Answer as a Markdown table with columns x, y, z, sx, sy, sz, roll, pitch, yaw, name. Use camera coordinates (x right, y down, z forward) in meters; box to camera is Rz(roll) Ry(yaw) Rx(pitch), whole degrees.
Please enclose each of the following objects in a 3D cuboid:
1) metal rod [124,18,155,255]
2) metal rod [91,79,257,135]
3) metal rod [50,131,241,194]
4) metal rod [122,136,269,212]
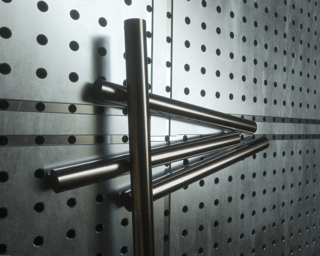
| x | y | z | sx | sy | sz | roll | pitch | yaw | name |
| --- | --- | --- | --- | --- | --- | --- | --- | --- | --- |
| -0.023 | 0.029 | 0.355 | 0.025 | 0.025 | 0.298 | -4 | 93 | -40 | metal rod |
| 0.044 | -0.022 | 0.444 | 0.302 | 0.025 | 0.025 | 11 | 83 | -39 | metal rod |
| 0.007 | 0.036 | 0.413 | 0.302 | 0.025 | 0.025 | -9 | 96 | -39 | metal rod |
| 0.074 | 0.058 | 0.469 | 0.302 | 0.025 | 0.025 | -15 | 100 | -39 | metal rod |
